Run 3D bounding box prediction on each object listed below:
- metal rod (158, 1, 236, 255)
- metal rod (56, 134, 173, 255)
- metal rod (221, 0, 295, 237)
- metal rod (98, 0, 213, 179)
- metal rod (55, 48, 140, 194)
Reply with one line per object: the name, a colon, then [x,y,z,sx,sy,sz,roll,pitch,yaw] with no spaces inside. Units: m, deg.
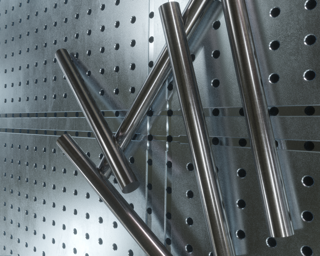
metal rod: [0.042,0.003,0.357,0.025,0.025,0.299,-15,86,39]
metal rod: [-0.053,0.114,0.432,0.300,0.025,0.025,44,117,23]
metal rod: [0.097,-0.040,0.329,0.025,0.025,0.299,-16,80,39]
metal rod: [-0.018,-0.044,0.425,0.025,0.025,0.298,46,118,30]
metal rod: [-0.106,-0.028,0.475,0.025,0.025,0.300,-53,52,27]
